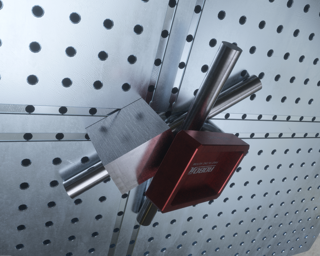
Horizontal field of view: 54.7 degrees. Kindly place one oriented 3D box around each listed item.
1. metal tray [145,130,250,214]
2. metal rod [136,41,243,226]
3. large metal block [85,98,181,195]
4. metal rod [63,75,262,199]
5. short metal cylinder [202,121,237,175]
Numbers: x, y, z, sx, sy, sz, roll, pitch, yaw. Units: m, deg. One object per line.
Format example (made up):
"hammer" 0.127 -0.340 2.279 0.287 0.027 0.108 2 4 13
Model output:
"metal tray" 0.050 0.050 0.377 0.131 0.030 0.089 5 118 -52
"metal rod" 0.027 0.028 0.415 0.025 0.025 0.298 4 126 -31
"large metal block" -0.033 0.019 0.370 0.080 0.080 0.050 -30 129 -10
"metal rod" 0.011 0.007 0.424 0.301 0.025 0.025 -30 129 -10
"short metal cylinder" 0.066 0.034 0.453 0.081 0.050 0.079 -14 125 -21
